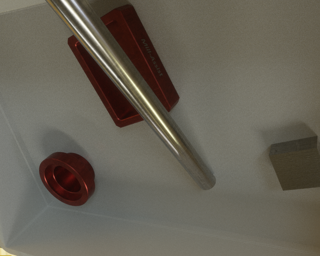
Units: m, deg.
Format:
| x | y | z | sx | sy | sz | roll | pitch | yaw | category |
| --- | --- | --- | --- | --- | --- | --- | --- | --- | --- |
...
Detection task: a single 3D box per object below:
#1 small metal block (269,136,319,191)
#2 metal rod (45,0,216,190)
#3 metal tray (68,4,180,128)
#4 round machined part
| x | y | z | sx | sy | sz | roll | pitch | yaw | category |
| --- | --- | --- | --- | --- | --- | --- | --- | --- | --- |
| 0.158 | 0.041 | 0.350 | 0.050 | 0.025 | 0.050 | -15 | 111 | 34 | small metal block |
| -0.006 | -0.015 | 0.323 | 0.025 | 0.025 | 0.300 | -7 | 140 | 31 | metal rod |
| -0.045 | -0.071 | 0.383 | 0.090 | 0.030 | 0.130 | -17 | 110 | 34 | metal tray |
| -0.151 | 0.081 | 0.525 | 0.098 | 0.042 | 0.097 | 13 | 124 | 20 | round machined part |
